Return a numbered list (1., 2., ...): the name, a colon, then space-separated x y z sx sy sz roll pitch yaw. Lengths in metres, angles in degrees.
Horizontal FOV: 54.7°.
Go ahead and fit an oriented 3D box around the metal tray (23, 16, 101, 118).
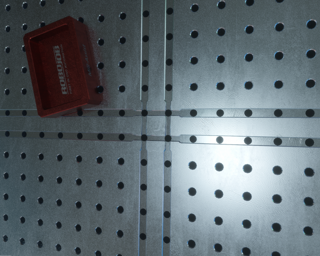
1. metal tray: -0.147 -0.087 0.459 0.090 0.030 0.129 -14 85 19
